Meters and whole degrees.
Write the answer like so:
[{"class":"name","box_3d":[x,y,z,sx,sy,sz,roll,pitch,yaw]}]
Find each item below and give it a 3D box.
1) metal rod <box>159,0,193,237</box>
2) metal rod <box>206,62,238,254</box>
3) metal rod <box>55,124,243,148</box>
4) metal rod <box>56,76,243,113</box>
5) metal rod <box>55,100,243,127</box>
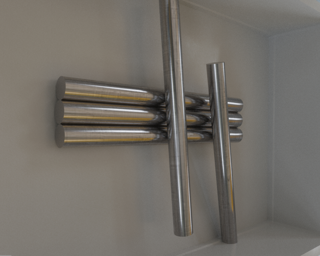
[{"class":"metal rod","box_3d":[0.021,-0.013,0.391,0.025,0.025,0.298,-7,94,-40]},{"class":"metal rod","box_3d":[0.095,0.054,0.461,0.025,0.025,0.298,-20,110,-38]},{"class":"metal rod","box_3d":[0.012,0.010,0.417,0.302,0.025,0.025,1,90,-40]},{"class":"metal rod","box_3d":[0.013,-0.039,0.418,0.302,0.025,0.025,1,90,-40]},{"class":"metal rod","box_3d":[0.012,-0.015,0.417,0.302,0.025,0.025,1,90,-40]}]
